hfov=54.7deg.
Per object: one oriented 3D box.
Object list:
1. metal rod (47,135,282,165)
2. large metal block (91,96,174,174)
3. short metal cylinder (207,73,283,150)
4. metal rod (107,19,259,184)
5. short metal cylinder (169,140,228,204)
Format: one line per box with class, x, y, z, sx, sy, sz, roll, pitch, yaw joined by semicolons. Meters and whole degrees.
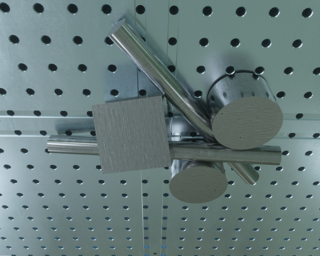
metal rod;0.002;0.029;0.409;0.302;0.025;0.025;3;131;5
large metal block;-0.030;0.006;0.372;0.080;0.050;0.079;-7;95;6
short metal cylinder;0.100;-0.020;0.375;0.081;0.050;0.079;0;130;0
metal rod;0.047;-0.014;0.396;0.025;0.025;0.300;-31;124;23
short metal cylinder;0.053;0.064;0.445;0.081;0.050;0.079;0;130;0
